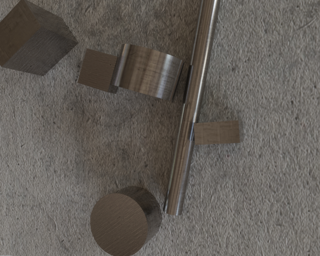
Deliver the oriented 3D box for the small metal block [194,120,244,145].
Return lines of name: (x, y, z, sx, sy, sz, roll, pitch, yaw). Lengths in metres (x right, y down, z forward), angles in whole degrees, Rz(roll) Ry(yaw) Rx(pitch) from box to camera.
small metal block: (0.072, 0.005, 0.370, 0.050, 0.050, 0.025, -4, 89, 20)

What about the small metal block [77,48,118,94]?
small metal block: (-0.082, -0.080, 0.438, 0.050, 0.025, 0.050, 19, 96, 19)

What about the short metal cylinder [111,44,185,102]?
short metal cylinder: (-0.015, -0.068, 0.385, 0.080, 0.080, 0.050, 18, 96, 19)

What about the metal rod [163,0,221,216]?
metal rod: (0.042, -0.038, 0.394, 0.025, 0.025, 0.298, 11, 94, 19)

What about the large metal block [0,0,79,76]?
large metal block: (-0.180, -0.125, 0.443, 0.080, 0.080, 0.050, -38, 78, 16)

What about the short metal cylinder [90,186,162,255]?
short metal cylinder: (-0.044, 0.122, 0.411, 0.080, 0.050, 0.080, 0, 90, 20)
